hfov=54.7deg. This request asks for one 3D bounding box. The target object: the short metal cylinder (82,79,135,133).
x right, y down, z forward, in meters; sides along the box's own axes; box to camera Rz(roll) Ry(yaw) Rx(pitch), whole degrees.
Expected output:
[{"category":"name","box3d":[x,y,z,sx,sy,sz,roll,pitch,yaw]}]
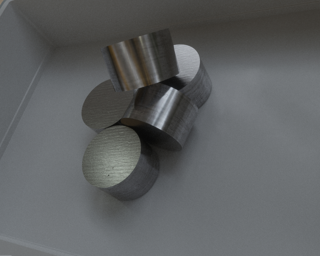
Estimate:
[{"category":"short metal cylinder","box3d":[-0.060,-0.022,0.430,0.080,0.050,0.080,-13,56,20]}]

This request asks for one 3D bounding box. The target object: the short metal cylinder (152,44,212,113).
[{"category":"short metal cylinder","box3d":[0.023,-0.064,0.414,0.080,0.050,0.080,-13,56,20]}]

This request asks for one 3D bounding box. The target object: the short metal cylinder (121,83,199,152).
[{"category":"short metal cylinder","box3d":[0.000,-0.012,0.376,0.080,0.080,0.050,14,69,33]}]

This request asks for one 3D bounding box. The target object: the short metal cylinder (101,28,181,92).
[{"category":"short metal cylinder","box3d":[-0.022,-0.078,0.355,0.080,0.050,0.080,-15,16,5]}]

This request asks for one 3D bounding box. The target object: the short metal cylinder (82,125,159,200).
[{"category":"short metal cylinder","box3d":[-0.048,0.044,0.384,0.080,0.050,0.080,-13,56,20]}]
